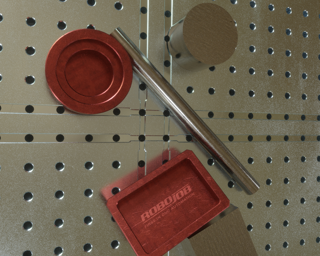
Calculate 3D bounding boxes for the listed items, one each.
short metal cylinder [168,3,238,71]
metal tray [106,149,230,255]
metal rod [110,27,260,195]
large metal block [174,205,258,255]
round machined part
[{"bbox_3d":[0.057,-0.121,0.421,0.081,0.050,0.079,0,90,-21],"label":"short metal cylinder"},{"bbox_3d":[0.010,0.098,0.394,0.131,0.030,0.090,-30,72,-18],"label":"metal tray"},{"bbox_3d":[0.039,-0.014,0.428,0.300,0.025,0.025,46,76,-15],"label":"metal rod"},{"bbox_3d":[0.077,0.159,0.430,0.081,0.050,0.080,-26,99,-19],"label":"large metal block"},{"bbox_3d":[-0.086,-0.065,0.372,0.099,0.042,0.097,0,90,-21],"label":"round machined part"}]
